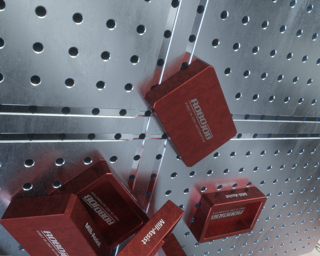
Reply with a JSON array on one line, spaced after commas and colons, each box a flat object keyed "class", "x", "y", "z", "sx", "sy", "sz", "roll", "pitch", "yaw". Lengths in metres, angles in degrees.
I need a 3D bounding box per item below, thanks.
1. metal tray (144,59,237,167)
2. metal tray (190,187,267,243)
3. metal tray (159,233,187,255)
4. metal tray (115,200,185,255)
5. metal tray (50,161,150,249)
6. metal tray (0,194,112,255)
[{"class": "metal tray", "x": 0.047, "y": -0.016, "z": 0.423, "sx": 0.090, "sy": 0.030, "sz": 0.130, "roll": -35, "pitch": 129, "yaw": -5}, {"class": "metal tray", "x": 0.128, "y": 0.160, "z": 0.575, "sx": 0.131, "sy": 0.030, "sz": 0.089, "roll": -1, "pitch": 119, "yaw": -28}, {"class": "metal tray", "x": 0.032, "y": 0.262, "z": 0.547, "sx": 0.030, "sy": 0.090, "sz": 0.129, "roll": -18, "pitch": 126, "yaw": -18}, {"class": "metal tray", "x": -0.022, "y": 0.172, "z": 0.445, "sx": 0.131, "sy": 0.030, "sz": 0.089, "roll": -35, "pitch": 155, "yaw": -47}, {"class": "metal tray", "x": -0.081, "y": 0.116, "z": 0.434, "sx": 0.090, "sy": 0.030, "sz": 0.130, "roll": -34, "pitch": 129, "yaw": -6}, {"class": "metal tray", "x": -0.127, "y": 0.140, "z": 0.397, "sx": 0.090, "sy": 0.030, "sz": 0.129, "roll": -8, "pitch": 128, "yaw": 12}]
